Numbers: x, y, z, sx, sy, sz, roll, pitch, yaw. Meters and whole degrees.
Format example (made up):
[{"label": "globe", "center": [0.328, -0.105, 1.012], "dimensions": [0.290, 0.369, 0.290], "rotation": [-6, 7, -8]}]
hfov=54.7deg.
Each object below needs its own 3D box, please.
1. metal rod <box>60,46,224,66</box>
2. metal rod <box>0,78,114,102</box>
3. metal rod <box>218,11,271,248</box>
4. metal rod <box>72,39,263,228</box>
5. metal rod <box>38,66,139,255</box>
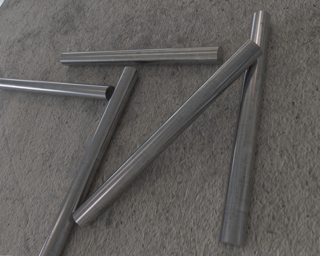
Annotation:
[{"label": "metal rod", "center": [-0.046, -0.113, 0.497], "dimensions": [0.300, 0.025, 0.025], "rotation": [6, 65, 31]}, {"label": "metal rod", "center": [-0.202, -0.072, 0.554], "dimensions": [0.300, 0.025, 0.025], "rotation": [9, 66, 32]}, {"label": "metal rod", "center": [0.103, -0.019, 0.361], "dimensions": [0.025, 0.025, 0.300], "rotation": [1, 62, 28]}, {"label": "metal rod", "center": [0.007, 0.009, 0.377], "dimensions": [0.300, 0.025, 0.025], "rotation": [-45, 51, 3]}, {"label": "metal rod", "center": [-0.093, 0.043, 0.426], "dimensions": [0.025, 0.025, 0.300], "rotation": [7, 65, 31]}]
